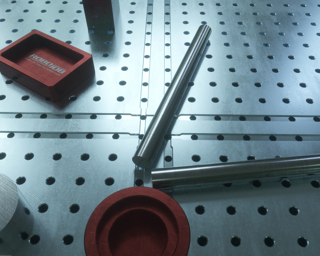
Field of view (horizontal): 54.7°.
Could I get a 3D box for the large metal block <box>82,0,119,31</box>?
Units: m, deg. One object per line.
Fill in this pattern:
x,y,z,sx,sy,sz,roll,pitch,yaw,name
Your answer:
-0.108,-0.238,0.570,0.050,0.080,0.080,1,50,1,large metal block

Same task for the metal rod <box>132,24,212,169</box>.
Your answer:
0.029,-0.066,0.463,0.025,0.025,0.301,16,52,12,metal rod

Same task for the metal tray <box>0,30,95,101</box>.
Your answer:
-0.181,-0.102,0.487,0.130,0.030,0.090,27,55,20,metal tray

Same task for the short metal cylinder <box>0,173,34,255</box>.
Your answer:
-0.177,0.091,0.313,0.081,0.050,0.080,0,50,0,short metal cylinder

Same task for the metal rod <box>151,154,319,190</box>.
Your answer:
0.141,0.048,0.369,0.302,0.025,0.025,-4,50,-5,metal rod

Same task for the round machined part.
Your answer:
-0.021,0.110,0.304,0.099,0.042,0.098,0,50,0,round machined part
